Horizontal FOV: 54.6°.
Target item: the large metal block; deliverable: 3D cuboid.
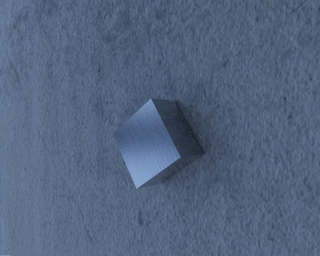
[{"bbox_3d":[-0.004,0.020,0.393,0.080,0.050,0.080,-40,66,33],"label":"large metal block"}]
